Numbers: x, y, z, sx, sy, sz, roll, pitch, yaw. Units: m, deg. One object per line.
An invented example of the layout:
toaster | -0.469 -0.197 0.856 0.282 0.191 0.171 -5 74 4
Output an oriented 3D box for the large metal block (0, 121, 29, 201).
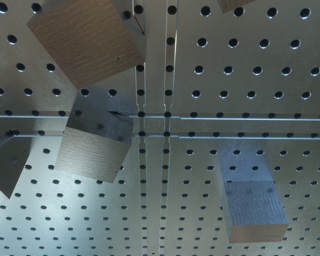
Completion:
large metal block | -0.230 0.043 0.409 0.050 0.080 0.080 -13 129 10

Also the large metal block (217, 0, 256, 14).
large metal block | 0.077 -0.158 0.262 0.080 0.050 0.080 -19 128 14

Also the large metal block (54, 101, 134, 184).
large metal block | -0.088 0.021 0.412 0.081 0.050 0.079 17 128 -15

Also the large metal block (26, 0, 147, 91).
large metal block | -0.068 -0.096 0.313 0.080 0.050 0.080 -20 128 16

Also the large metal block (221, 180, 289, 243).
large metal block | 0.145 0.131 0.490 0.081 0.080 0.050 -2 130 1
